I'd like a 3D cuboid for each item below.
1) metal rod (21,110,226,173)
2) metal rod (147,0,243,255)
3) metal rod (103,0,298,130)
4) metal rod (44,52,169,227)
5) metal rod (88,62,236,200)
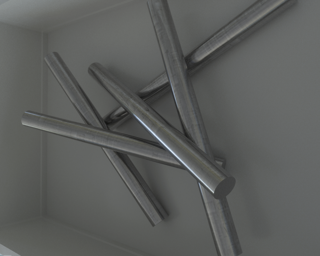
[{"bbox_3d":[-0.064,0.016,0.408,0.301,0.025,0.025,13,99,23],"label":"metal rod"},{"bbox_3d":[0.033,-0.013,0.344,0.025,0.025,0.299,-25,74,37],"label":"metal rod"},{"bbox_3d":[0.023,-0.069,0.387,0.299,0.025,0.025,-32,71,35],"label":"metal rod"},{"bbox_3d":[-0.084,0.006,0.446,0.025,0.025,0.299,-45,72,30],"label":"metal rod"},{"bbox_3d":[-0.022,-0.019,0.378,0.300,0.025,0.025,42,116,45],"label":"metal rod"}]
